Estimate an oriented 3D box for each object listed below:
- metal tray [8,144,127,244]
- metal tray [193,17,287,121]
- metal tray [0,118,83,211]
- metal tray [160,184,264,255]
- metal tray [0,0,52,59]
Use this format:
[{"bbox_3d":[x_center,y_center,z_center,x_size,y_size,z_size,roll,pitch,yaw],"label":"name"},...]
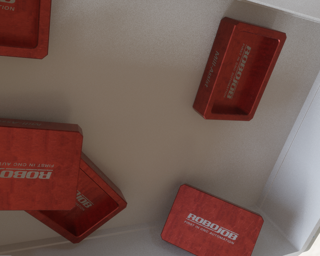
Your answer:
[{"bbox_3d":[-0.113,0.086,0.397,0.090,0.030,0.130,-37,130,-4],"label":"metal tray"},{"bbox_3d":[0.106,-0.074,0.419,0.091,0.030,0.129,1,118,-30],"label":"metal tray"},{"bbox_3d":[-0.151,0.038,0.319,0.131,0.030,0.089,5,104,-19],"label":"metal tray"},{"bbox_3d":[0.078,0.150,0.471,0.030,0.130,0.090,40,71,-77],"label":"metal tray"},{"bbox_3d":[-0.159,-0.109,0.251,0.131,0.030,0.089,-1,119,-29],"label":"metal tray"}]
